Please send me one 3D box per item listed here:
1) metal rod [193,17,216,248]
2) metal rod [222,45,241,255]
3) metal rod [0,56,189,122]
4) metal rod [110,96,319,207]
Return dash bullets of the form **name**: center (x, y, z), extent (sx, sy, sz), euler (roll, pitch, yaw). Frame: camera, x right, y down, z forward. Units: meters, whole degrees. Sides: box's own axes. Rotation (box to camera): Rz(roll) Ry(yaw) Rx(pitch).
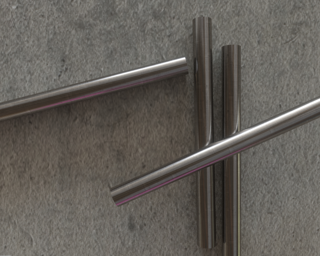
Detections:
- **metal rod**: center (0.059, 0.006, 0.410), extent (0.025, 0.025, 0.298), euler (-1, 90, -1)
- **metal rod**: center (0.095, 0.042, 0.411), extent (0.025, 0.025, 0.298), euler (0, 90, -1)
- **metal rod**: center (-0.112, -0.046, 0.408), extent (0.302, 0.025, 0.025), euler (-14, 90, -1)
- **metal rod**: center (0.082, 0.025, 0.385), extent (0.301, 0.025, 0.025), euler (-24, 90, -1)
